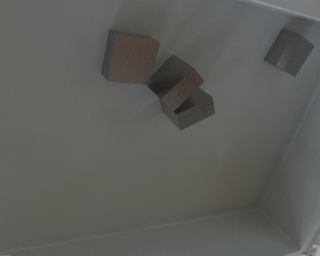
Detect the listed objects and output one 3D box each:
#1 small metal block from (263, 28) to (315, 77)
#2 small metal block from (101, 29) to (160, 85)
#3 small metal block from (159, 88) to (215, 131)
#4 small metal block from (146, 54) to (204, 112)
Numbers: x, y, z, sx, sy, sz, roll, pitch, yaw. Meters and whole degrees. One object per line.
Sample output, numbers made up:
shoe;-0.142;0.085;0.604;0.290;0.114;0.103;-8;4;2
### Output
small metal block;0.186;-0.108;0.446;0.050;0.025;0.050;15;110;-35
small metal block;-0.033;-0.077;0.344;0.050;0.025;0.050;1;118;-29
small metal block;0.034;-0.029;0.395;0.050;0.050;0.025;-26;128;-13
small metal block;0.016;-0.054;0.369;0.050;0.050;0.025;-45;130;2
